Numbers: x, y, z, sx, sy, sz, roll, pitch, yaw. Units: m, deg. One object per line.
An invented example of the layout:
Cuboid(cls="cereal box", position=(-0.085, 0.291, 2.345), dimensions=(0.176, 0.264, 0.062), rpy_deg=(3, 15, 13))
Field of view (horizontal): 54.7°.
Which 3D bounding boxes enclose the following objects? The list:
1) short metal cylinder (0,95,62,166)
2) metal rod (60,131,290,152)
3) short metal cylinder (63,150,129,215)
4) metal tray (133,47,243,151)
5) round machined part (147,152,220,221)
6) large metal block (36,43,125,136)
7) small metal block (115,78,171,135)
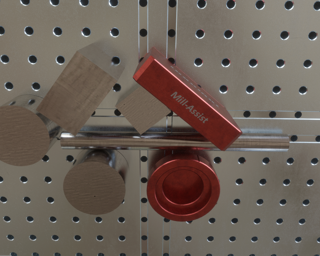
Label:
Cuboid(cls="short metal cylinder", position=(-0.174, 0.002, 0.399), dimensions=(0.081, 0.050, 0.079), rpy_deg=(0, 110, 0))
Cuboid(cls="metal rod", position=(0.020, 0.018, 0.420), dimensions=(0.302, 0.025, 0.025), rpy_deg=(1, 110, -1))
Cuboid(cls="short metal cylinder", position=(-0.085, 0.071, 0.425), dimensions=(0.081, 0.050, 0.079), rpy_deg=(0, 110, 0))
Cuboid(cls="metal tray", position=(0.031, -0.037, 0.365), dimensions=(0.130, 0.090, 0.030), rpy_deg=(38, 106, -13))
Cuboid(cls="round machined part", position=(0.031, 0.078, 0.433), dimensions=(0.099, 0.042, 0.097), rpy_deg=(0, 110, 0))
Cuboid(cls="large metal block", position=(-0.089, -0.048, 0.366), dimensions=(0.050, 0.080, 0.080), rpy_deg=(37, 106, -13))
Cuboid(cls="small metal block", position=(-0.021, -0.028, 0.403), dimensions=(0.050, 0.025, 0.050), rpy_deg=(-37, 106, 12))
